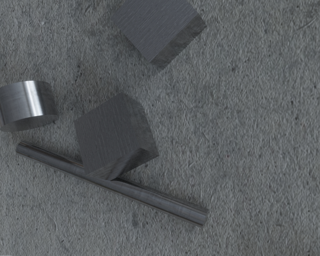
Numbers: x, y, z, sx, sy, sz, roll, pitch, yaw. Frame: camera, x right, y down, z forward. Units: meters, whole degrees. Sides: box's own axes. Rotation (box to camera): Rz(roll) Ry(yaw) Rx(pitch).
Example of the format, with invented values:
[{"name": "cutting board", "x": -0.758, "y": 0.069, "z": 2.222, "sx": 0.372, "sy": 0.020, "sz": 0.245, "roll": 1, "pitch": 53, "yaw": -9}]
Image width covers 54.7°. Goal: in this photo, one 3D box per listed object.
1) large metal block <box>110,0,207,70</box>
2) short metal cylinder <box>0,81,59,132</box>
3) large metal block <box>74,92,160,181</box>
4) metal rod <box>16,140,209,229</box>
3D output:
[{"name": "large metal block", "x": -0.001, "y": -0.135, "z": 0.396, "sx": 0.080, "sy": 0.050, "sz": 0.080, "roll": -43, "pitch": 77, "yaw": 15}, {"name": "short metal cylinder", "x": -0.193, "y": -0.030, "z": 0.448, "sx": 0.080, "sy": 0.080, "sz": 0.050, "roll": -19, "pitch": 84, "yaw": 19}, {"name": "large metal block", "x": -0.058, "y": 0.013, "z": 0.404, "sx": 0.080, "sy": 0.050, "sz": 0.080, "roll": -29, "pitch": 63, "yaw": 17}, {"name": "metal rod", "x": -0.079, "y": 0.073, "z": 0.436, "sx": 0.301, "sy": 0.025, "sz": 0.025, "roll": 17, "pitch": 96, "yaw": 19}]
